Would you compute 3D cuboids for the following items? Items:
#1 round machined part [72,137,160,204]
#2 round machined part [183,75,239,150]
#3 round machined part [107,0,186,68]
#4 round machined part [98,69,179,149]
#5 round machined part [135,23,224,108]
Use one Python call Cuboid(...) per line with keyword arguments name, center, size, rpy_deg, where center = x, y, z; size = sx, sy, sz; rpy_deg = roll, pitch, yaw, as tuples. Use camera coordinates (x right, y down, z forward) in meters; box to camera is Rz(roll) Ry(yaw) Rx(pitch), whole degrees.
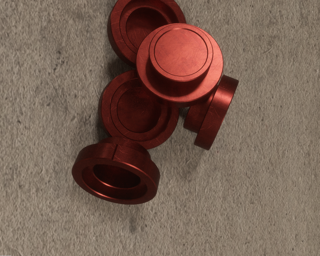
Cuboid(name="round machined part", center=(-0.048, 0.047, 0.362), size=(0.098, 0.098, 0.042), rpy_deg=(29, 48, -18))
Cuboid(name="round machined part", center=(0.062, -0.024, 0.401), size=(0.042, 0.098, 0.098), rpy_deg=(23, 82, 8))
Cuboid(name="round machined part", center=(-0.018, -0.122, 0.394), size=(0.099, 0.042, 0.097), rpy_deg=(0, 90, -20))
Cuboid(name="round machined part", center=(-0.029, -0.022, 0.390), size=(0.099, 0.042, 0.097), rpy_deg=(0, 90, -21))
Cuboid(name="round machined part", center=(0.022, -0.075, 0.345), size=(0.099, 0.042, 0.098), rpy_deg=(0, 75, -1))
